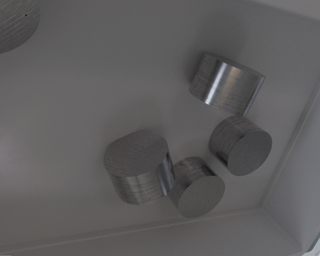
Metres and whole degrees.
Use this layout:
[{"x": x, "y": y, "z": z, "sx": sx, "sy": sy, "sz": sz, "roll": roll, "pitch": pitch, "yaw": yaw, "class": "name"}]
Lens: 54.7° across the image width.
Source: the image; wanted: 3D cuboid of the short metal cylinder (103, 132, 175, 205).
[{"x": -0.024, "y": 0.049, "z": 0.390, "sx": 0.080, "sy": 0.080, "sz": 0.050, "roll": -25, "pitch": 127, "yaw": -13, "class": "short metal cylinder"}]

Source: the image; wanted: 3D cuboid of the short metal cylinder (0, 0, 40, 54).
[{"x": -0.139, "y": -0.099, "z": 0.232, "sx": 0.080, "sy": 0.050, "sz": 0.080, "roll": -25, "pitch": 162, "yaw": -8, "class": "short metal cylinder"}]

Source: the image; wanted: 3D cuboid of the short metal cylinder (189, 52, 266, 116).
[{"x": 0.082, "y": -0.056, "z": 0.383, "sx": 0.081, "sy": 0.080, "sz": 0.050, "roll": 8, "pitch": 114, "yaw": -32, "class": "short metal cylinder"}]

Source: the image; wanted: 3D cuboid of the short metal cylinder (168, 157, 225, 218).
[{"x": 0.052, "y": 0.091, "z": 0.477, "sx": 0.081, "sy": 0.050, "sz": 0.079, "roll": -14, "pitch": 124, "yaw": -21, "class": "short metal cylinder"}]

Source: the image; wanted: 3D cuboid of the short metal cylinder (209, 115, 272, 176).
[{"x": 0.123, "y": 0.027, "z": 0.476, "sx": 0.081, "sy": 0.050, "sz": 0.079, "roll": -14, "pitch": 124, "yaw": -21, "class": "short metal cylinder"}]
